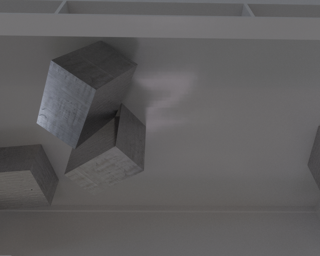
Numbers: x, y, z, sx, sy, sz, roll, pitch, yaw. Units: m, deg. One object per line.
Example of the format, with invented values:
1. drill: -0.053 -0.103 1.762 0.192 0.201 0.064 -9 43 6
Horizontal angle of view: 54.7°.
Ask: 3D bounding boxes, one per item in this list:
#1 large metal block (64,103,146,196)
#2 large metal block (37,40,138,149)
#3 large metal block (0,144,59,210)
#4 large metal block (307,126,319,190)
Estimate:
1. large metal block: -0.066 0.027 0.395 0.080 0.080 0.050 -29 125 22
2. large metal block: -0.077 -0.037 0.331 0.050 0.080 0.079 34 126 6
3. large metal block: -0.206 0.073 0.452 0.080 0.050 0.080 -5 130 4
4. large metal block: 0.247 0.051 0.418 0.050 0.080 0.080 -5 130 4
